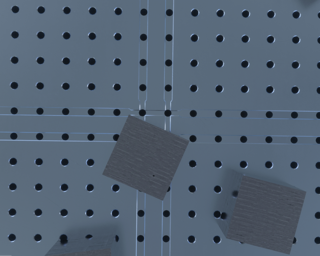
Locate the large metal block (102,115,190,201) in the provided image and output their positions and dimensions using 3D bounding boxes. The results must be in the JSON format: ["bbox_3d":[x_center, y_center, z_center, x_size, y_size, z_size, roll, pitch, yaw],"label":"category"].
[{"bbox_3d":[-0.017,0.036,0.401,0.080,0.050,0.080,24,90,-1],"label":"large metal block"}]

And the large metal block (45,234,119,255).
[{"bbox_3d":[-0.095,0.190,0.400,0.081,0.050,0.079,-7,90,-1],"label":"large metal block"}]

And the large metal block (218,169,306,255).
[{"bbox_3d":[0.130,0.106,0.403,0.080,0.050,0.080,15,90,-1],"label":"large metal block"}]
